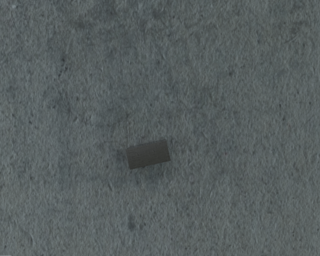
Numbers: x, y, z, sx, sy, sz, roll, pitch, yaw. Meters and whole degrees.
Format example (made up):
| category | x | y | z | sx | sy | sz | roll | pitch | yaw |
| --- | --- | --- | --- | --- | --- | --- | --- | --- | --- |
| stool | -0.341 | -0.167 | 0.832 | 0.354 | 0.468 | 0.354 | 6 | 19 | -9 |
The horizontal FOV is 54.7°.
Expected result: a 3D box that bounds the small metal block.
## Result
| category | x | y | z | sx | sy | sz | roll | pitch | yaw |
| --- | --- | --- | --- | --- | --- | --- | --- | --- | --- |
| small metal block | -0.014 | 0.033 | 0.397 | 0.050 | 0.050 | 0.025 | -12 | 90 | 0 |
